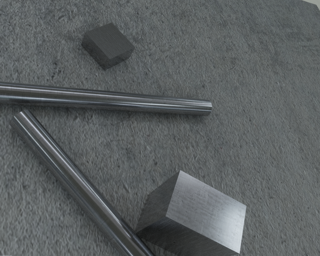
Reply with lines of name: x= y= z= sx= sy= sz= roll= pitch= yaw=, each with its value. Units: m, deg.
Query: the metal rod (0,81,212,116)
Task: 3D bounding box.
metal rod: x=-0.064 y=-0.034 z=0.391 sx=0.303 sy=0.025 sz=0.025 roll=2 pitch=61 yaw=-28

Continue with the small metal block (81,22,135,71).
small metal block: x=-0.073 y=-0.115 z=0.436 sx=0.050 sy=0.025 sz=0.050 roll=48 pitch=51 yaw=5

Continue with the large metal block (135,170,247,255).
large metal block: x=0.030 y=0.098 z=0.327 sx=0.080 sy=0.080 sz=0.050 roll=30 pitch=52 yaw=-10

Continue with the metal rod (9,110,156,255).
metal rod: x=-0.049 y=0.099 z=0.317 sx=0.300 sy=0.025 sz=0.025 roll=48 pitch=51 yaw=5
